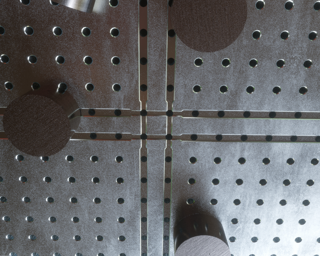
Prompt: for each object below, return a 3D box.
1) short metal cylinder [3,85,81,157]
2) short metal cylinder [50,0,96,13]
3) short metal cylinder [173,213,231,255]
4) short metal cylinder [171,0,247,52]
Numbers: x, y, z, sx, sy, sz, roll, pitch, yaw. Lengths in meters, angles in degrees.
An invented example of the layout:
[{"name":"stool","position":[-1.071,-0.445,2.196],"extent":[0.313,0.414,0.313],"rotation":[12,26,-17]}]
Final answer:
[{"name":"short metal cylinder","position":[-0.148,-0.010,0.395],"extent":[0.081,0.050,0.079],"rotation":[0,110,0]},{"name":"short metal cylinder","position":[-0.103,-0.160,0.324],"extent":[0.080,0.080,0.050],"rotation":[20,109,-7]},{"name":"short metal cylinder","position":[0.061,0.177,0.466],"extent":[0.081,0.050,0.079],"rotation":[0,110,0]},{"name":"short metal cylinder","position":[0.052,-0.130,0.353],"extent":[0.081,0.050,0.079],"rotation":[0,110,0]}]
